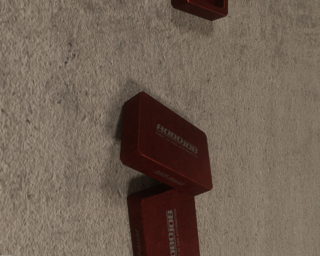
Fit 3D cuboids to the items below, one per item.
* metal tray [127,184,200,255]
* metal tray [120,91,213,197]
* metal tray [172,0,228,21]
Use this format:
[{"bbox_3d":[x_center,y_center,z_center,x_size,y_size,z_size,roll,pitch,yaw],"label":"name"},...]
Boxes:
[{"bbox_3d":[0.008,0.142,0.411,0.091,0.030,0.129,-10,97,-40],"label":"metal tray"},{"bbox_3d":[0.012,0.023,0.388,0.130,0.030,0.090,31,43,-36],"label":"metal tray"},{"bbox_3d":[0.060,-0.234,0.453,0.091,0.030,0.129,0,90,-40],"label":"metal tray"}]
